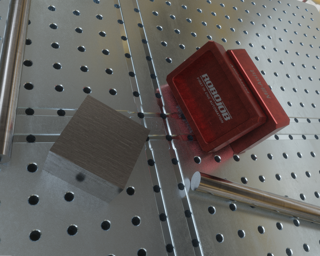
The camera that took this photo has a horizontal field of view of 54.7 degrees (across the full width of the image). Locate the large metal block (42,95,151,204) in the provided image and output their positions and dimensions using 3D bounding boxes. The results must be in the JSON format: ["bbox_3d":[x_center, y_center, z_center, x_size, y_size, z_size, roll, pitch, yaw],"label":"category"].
[{"bbox_3d":[-0.068,0.024,0.342,0.080,0.050,0.080,30,52,-9],"label":"large metal block"}]

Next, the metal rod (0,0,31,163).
[{"bbox_3d":[-0.177,-0.101,0.374,0.025,0.025,0.299,7,58,-25],"label":"metal rod"}]

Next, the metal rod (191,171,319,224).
[{"bbox_3d":[0.181,0.111,0.440,0.302,0.025,0.025,18,55,-18],"label":"metal rod"}]

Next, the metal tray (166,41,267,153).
[{"bbox_3d":[0.074,-0.043,0.431,0.030,0.090,0.130,0,59,-55],"label":"metal tray"}]

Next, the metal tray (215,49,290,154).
[{"bbox_3d":[0.117,-0.039,0.455,0.030,0.090,0.130,-14,69,-34],"label":"metal tray"}]
